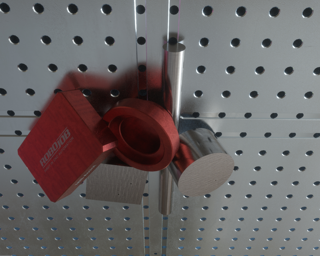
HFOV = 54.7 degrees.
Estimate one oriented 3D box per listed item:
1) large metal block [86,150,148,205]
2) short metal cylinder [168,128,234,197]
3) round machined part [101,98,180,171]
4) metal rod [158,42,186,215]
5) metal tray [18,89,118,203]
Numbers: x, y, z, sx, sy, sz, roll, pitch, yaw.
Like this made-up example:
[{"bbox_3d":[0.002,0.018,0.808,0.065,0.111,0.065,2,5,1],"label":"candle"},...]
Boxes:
[{"bbox_3d":[-0.061,0.063,0.448,0.081,0.050,0.079,8,130,-7],"label":"large metal block"},{"bbox_3d":[0.052,0.047,0.418,0.081,0.050,0.079,-14,132,-15],"label":"short metal cylinder"},{"bbox_3d":[-0.020,0.004,0.387,0.098,0.042,0.097,16,132,19],"label":"round machined part"},{"bbox_3d":[0.013,0.025,0.434,0.025,0.025,0.298,1,130,-1],"label":"metal rod"},{"bbox_3d":[-0.122,0.025,0.396,0.129,0.030,0.090,-44,80,30],"label":"metal tray"}]
